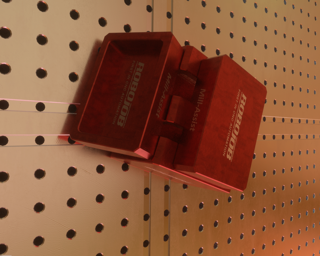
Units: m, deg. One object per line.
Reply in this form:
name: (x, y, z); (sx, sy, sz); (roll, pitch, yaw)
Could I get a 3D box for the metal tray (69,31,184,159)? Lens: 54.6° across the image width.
metal tray: (-0.035, -0.039, 0.333); (0.030, 0.090, 0.130); (38, 65, -58)

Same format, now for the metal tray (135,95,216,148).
metal tray: (0.031, 0.001, 0.390); (0.131, 0.090, 0.030); (25, 73, -38)

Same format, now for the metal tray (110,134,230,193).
metal tray: (0.018, 0.044, 0.380); (0.131, 0.090, 0.030); (27, 74, -37)

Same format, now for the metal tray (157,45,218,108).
metal tray: (0.047, -0.055, 0.404); (0.131, 0.090, 0.030); (26, 74, -37)

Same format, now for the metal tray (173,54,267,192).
metal tray: (0.072, -0.003, 0.347); (0.090, 0.030, 0.130); (26, 74, -37)
